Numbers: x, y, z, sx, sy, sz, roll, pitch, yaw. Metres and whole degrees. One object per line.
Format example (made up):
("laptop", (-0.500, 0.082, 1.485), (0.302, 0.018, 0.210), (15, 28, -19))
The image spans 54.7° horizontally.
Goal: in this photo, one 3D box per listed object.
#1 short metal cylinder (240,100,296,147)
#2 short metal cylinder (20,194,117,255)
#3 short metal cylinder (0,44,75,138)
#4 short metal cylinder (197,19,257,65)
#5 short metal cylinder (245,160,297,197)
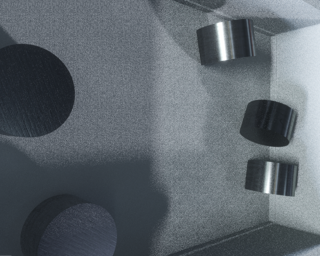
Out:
("short metal cylinder", (0.181, -0.007, 0.522), (0.080, 0.080, 0.050), (32, 70, -36))
("short metal cylinder", (-0.092, 0.112, 0.314), (0.081, 0.050, 0.080), (0, 90, -40))
("short metal cylinder", (-0.127, -0.032, 0.284), (0.081, 0.050, 0.080), (0, 90, -40))
("short metal cylinder", (0.097, -0.123, 0.451), (0.081, 0.080, 0.050), (-16, 100, -39))
("short metal cylinder", (0.189, 0.085, 0.529), (0.081, 0.080, 0.050), (13, 82, -39))
